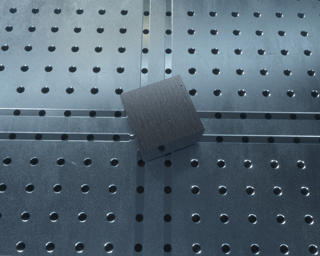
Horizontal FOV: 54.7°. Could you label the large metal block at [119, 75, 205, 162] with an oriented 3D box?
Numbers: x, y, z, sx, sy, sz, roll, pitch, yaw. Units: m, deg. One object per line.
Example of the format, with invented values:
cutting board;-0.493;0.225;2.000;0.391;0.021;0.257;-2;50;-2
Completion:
large metal block;0.002;-0.011;0.400;0.081;0.050;0.080;-20;71;-7
